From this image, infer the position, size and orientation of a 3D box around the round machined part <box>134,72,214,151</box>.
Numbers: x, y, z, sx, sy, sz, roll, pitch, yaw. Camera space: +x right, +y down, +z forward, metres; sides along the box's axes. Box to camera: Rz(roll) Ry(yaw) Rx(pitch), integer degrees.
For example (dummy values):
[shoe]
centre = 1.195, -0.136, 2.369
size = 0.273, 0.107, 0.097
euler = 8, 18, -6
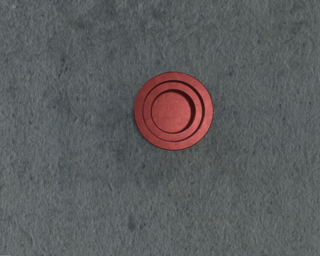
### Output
[round machined part]
centre = 0.017, -0.021, 0.402
size = 0.099, 0.042, 0.097
euler = 0, 90, -1
